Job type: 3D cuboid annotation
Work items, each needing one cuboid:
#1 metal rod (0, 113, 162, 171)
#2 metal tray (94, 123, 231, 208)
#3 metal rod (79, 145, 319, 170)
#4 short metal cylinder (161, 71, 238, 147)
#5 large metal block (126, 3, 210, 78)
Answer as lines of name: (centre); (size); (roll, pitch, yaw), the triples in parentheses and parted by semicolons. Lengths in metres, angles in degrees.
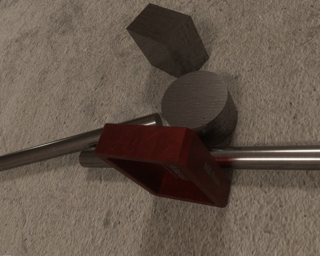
metal rod: (-0.139, 0.027, 0.457); (0.301, 0.025, 0.025); (-14, 56, 19)
metal tray: (0.009, 0.040, 0.306); (0.090, 0.130, 0.030); (3, 64, 29)
metal rod: (0.031, 0.035, 0.364); (0.301, 0.025, 0.025); (-3, 61, 26)
short metal cylinder: (0.048, -0.022, 0.375); (0.080, 0.050, 0.080); (-13, 56, 20)
large metal block: (0.012, -0.118, 0.434); (0.080, 0.080, 0.050); (34, 81, 38)
